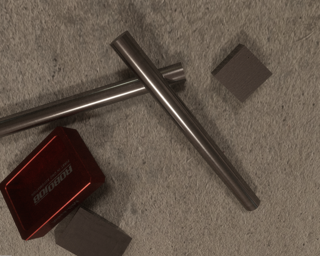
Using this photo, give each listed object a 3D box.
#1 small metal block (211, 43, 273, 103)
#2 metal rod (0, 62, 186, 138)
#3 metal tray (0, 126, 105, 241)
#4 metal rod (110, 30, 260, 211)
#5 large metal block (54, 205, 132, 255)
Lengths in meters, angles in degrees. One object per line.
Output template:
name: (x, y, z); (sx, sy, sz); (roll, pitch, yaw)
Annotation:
small metal block: (0.101, -0.068, 0.386); (0.050, 0.025, 0.050); (40, 105, -14)
metal rod: (-0.115, -0.028, 0.397); (0.301, 0.025, 0.025); (-16, 110, 5)
metal tray: (-0.144, 0.072, 0.405); (0.130, 0.030, 0.090); (-42, 68, 13)
metal rod: (0.045, 0.007, 0.395); (0.025, 0.025, 0.300); (-36, 113, 12)
large metal block: (-0.094, 0.146, 0.425); (0.080, 0.080, 0.050); (36, 73, -13)
